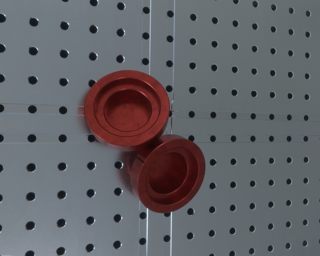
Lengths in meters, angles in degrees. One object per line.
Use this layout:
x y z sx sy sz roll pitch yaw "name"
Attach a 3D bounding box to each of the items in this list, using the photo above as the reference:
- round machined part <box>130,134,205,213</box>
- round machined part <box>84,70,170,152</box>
0.006 0.054 0.396 0.099 0.042 0.097 -10 110 -28 "round machined part"
-0.038 -0.018 0.375 0.099 0.042 0.098 1 68 -2 "round machined part"
